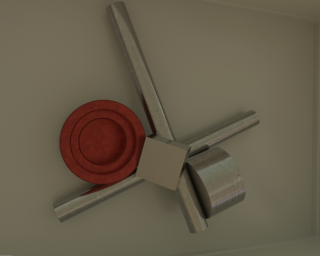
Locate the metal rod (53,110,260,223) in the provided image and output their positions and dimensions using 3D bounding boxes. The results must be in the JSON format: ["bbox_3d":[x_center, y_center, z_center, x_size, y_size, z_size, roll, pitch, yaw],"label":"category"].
[{"bbox_3d":[0.009,0.043,0.414,0.302,0.025,0.025,-24,98,-19],"label":"metal rod"}]

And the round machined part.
[{"bbox_3d":[-0.071,0.016,0.375,0.099,0.042,0.097,0,90,-21],"label":"round machined part"}]

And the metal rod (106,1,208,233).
[{"bbox_3d":[-0.003,-0.013,0.390,0.025,0.025,0.299,-21,90,-19],"label":"metal rod"}]

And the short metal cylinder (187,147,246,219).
[{"bbox_3d":[0.065,0.071,0.405,0.050,0.080,0.080,-21,97,-19],"label":"short metal cylinder"}]

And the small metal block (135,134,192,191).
[{"bbox_3d":[0.004,0.040,0.368,0.050,0.025,0.050,18,101,13],"label":"small metal block"}]
